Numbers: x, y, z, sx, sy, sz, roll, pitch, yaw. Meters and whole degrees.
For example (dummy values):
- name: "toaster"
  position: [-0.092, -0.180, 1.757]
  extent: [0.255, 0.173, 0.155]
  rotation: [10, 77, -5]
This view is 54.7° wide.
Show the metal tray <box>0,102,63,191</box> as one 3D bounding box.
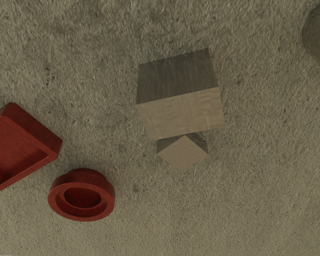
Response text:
- name: "metal tray"
  position: [-0.213, 0.031, 0.426]
  extent: [0.130, 0.030, 0.090]
  rotation: [-29, 125, 21]

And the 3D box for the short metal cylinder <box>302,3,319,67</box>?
- name: "short metal cylinder"
  position: [0.195, -0.093, 0.314]
  extent: [0.081, 0.050, 0.079]
  rotation: [0, 130, 0]

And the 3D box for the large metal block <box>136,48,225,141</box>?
- name: "large metal block"
  position: [0.022, -0.038, 0.339]
  extent: [0.080, 0.080, 0.050]
  rotation: [-12, 129, 9]

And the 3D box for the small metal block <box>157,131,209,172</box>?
- name: "small metal block"
  position: [0.031, 0.028, 0.431]
  extent: [0.050, 0.025, 0.050]
  rotation: [-36, 122, 26]

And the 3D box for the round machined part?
- name: "round machined part"
  position: [-0.118, 0.100, 0.479]
  extent: [0.099, 0.042, 0.097]
  rotation: [-1, 130, 0]
